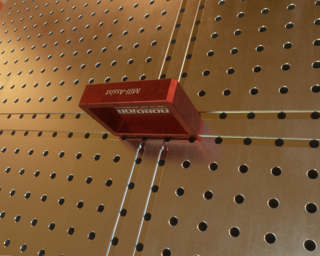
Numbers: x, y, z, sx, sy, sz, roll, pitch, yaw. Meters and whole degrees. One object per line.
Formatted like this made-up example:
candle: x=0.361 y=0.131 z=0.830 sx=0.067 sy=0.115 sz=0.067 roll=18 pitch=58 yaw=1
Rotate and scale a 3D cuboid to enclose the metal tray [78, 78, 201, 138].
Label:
metal tray: x=-0.024 y=-0.021 z=0.393 sx=0.130 sy=0.090 sz=0.030 roll=0 pitch=62 yaw=28
